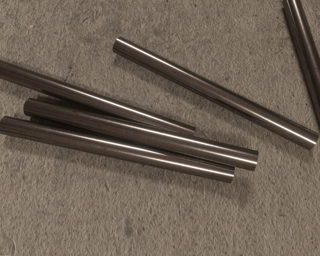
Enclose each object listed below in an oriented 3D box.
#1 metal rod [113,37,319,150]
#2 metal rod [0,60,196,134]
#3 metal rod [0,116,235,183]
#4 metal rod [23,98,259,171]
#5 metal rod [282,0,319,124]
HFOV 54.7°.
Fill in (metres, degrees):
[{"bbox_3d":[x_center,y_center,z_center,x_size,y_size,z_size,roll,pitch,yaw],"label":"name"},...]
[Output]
[{"bbox_3d":[0.069,-0.052,0.427,0.301,0.025,0.025,28,72,9],"label":"metal rod"},{"bbox_3d":[-0.098,-0.038,0.420,0.301,0.025,0.025,19,71,6],"label":"metal rod"},{"bbox_3d":[-0.057,0.027,0.397,0.302,0.025,0.025,12,71,4],"label":"metal rod"},{"bbox_3d":[-0.031,0.006,0.392,0.301,0.025,0.025,13,71,9],"label":"metal rod"},{"bbox_3d":[0.221,-0.060,0.432,0.025,0.025,0.299,-6,70,-3],"label":"metal rod"}]
